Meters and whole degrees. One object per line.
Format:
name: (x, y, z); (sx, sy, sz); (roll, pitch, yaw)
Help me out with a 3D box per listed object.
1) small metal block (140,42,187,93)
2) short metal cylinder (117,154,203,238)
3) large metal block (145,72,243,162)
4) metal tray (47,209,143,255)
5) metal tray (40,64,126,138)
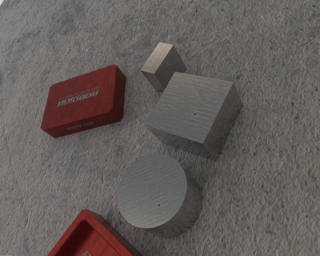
small metal block: (0.006, -0.083, 0.436); (0.025, 0.050, 0.050); (22, 74, 36)
short metal cylinder: (0.001, 0.075, 0.341); (0.080, 0.050, 0.080); (-13, 56, 21)
large metal block: (0.042, -0.016, 0.375); (0.080, 0.050, 0.080); (17, 71, 34)
metal tray: (-0.066, 0.161, 0.336); (0.130, 0.030, 0.090); (29, 77, 37)
metal tray: (-0.120, -0.041, 0.489); (0.130, 0.030, 0.090); (-13, 56, 20)
